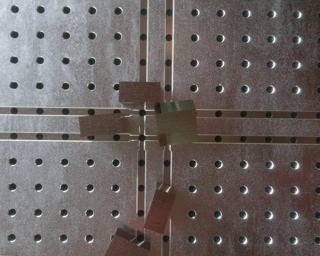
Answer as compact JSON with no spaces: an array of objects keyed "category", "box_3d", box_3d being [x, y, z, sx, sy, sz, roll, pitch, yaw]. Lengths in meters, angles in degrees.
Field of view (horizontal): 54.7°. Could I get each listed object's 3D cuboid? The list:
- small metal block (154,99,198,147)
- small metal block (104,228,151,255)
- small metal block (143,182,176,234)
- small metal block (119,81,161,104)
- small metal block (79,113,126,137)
[{"category":"small metal block","box_3d":[0.021,-0.006,0.402,0.050,0.025,0.050,-8,123,-1]},{"category":"small metal block","box_3d":[-0.047,0.171,0.413,0.050,0.025,0.050,26,90,-1]},{"category":"small metal block","box_3d":[0.000,0.101,0.401,0.025,0.050,0.050,18,90,0]},{"category":"small metal block","box_3d":[-0.025,-0.044,0.401,0.050,0.050,0.025,1,90,0]},{"category":"small metal block","box_3d":[-0.072,-0.004,0.400,0.050,0.050,0.025,-5,90,-1]}]
